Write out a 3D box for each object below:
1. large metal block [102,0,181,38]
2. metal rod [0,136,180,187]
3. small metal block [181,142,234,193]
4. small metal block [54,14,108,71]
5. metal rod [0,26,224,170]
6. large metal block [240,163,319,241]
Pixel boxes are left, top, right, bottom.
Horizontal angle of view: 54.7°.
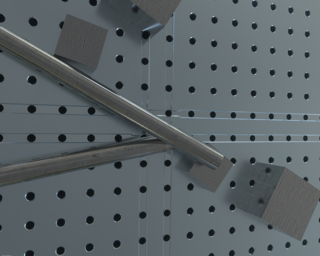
[{"bbox_3d":[-0.015,-0.177,0.393,0.080,0.050,0.080,34,79,-17],"label":"large metal block"},{"bbox_3d":[-0.113,0.042,0.370,0.302,0.025,0.025,-10,94,-20],"label":"metal rod"},{"bbox_3d":[0.067,0.055,0.437,0.050,0.025,0.050,40,77,-16],"label":"small metal block"},{"bbox_3d":[-0.096,-0.102,0.377,0.050,0.025,0.050,17,84,-19],"label":"small metal block"},{"bbox_3d":[-0.053,-0.030,0.376,0.301,0.025,0.025,30,80,-11],"label":"metal rod"},{"bbox_3d":[0.182,0.109,0.466,0.080,0.050,0.080,32,80,-17],"label":"large metal block"}]
